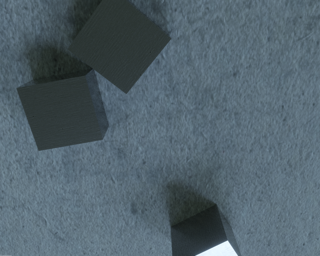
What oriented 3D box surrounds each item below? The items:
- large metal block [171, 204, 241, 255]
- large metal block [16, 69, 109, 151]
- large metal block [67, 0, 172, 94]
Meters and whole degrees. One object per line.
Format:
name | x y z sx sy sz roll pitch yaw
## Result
large metal block | 0.064 0.168 0.443 0.080 0.080 0.050 -30 108 10
large metal block | -0.116 -0.024 0.386 0.080 0.050 0.079 -10 110 3
large metal block | -0.044 -0.100 0.359 0.080 0.050 0.080 37 106 -13
